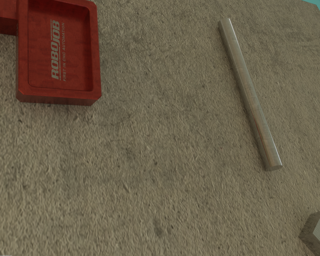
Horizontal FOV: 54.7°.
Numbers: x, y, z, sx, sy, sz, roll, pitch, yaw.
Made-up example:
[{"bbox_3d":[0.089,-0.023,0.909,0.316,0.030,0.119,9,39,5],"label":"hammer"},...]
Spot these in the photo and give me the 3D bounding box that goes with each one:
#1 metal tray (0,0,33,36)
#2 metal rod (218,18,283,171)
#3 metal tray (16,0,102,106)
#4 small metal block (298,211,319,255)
[{"bbox_3d":[-0.229,-0.164,0.377,0.131,0.030,0.090,1,61,-28],"label":"metal tray"},{"bbox_3d":[0.147,-0.071,0.528,0.025,0.025,0.299,5,60,-26],"label":"metal rod"},{"bbox_3d":[-0.121,-0.094,0.370,0.091,0.030,0.129,1,77,-30],"label":"metal tray"},{"bbox_3d":[0.232,0.154,0.437,0.050,0.025,0.050,49,51,6],"label":"small metal block"}]
